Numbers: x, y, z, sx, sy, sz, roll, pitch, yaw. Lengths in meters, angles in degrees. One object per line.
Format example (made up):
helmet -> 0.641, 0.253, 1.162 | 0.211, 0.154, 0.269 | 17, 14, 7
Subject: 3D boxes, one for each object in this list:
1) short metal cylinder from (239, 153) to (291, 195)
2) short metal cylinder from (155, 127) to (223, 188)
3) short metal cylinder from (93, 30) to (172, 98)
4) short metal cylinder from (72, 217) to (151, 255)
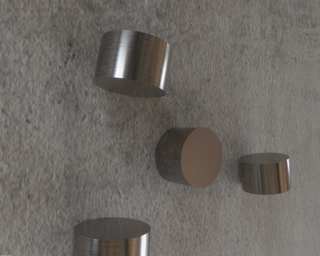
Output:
short metal cylinder -> 0.176, 0.075, 0.520 | 0.081, 0.080, 0.050 | -12, 98, -40
short metal cylinder -> 0.040, 0.039, 0.425 | 0.081, 0.050, 0.079 | 0, 90, -40
short metal cylinder -> -0.030, -0.068, 0.346 | 0.081, 0.080, 0.050 | 14, 81, -40
short metal cylinder -> -0.051, 0.130, 0.328 | 0.081, 0.080, 0.050 | 4, 88, -40
